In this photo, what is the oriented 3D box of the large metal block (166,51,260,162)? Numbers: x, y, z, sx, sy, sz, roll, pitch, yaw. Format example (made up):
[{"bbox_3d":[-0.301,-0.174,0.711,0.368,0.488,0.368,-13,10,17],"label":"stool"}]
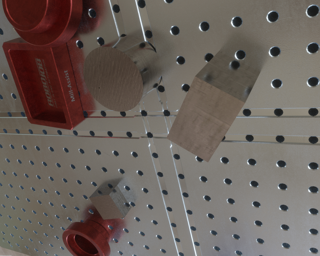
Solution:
[{"bbox_3d":[0.057,-0.025,0.330,0.050,0.080,0.079,30,128,9],"label":"large metal block"}]

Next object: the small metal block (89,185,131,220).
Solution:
[{"bbox_3d":[-0.086,0.130,0.537,0.050,0.025,0.050,-17,110,34],"label":"small metal block"}]

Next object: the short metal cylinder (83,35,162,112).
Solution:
[{"bbox_3d":[-0.045,-0.067,0.378,0.080,0.050,0.079,13,124,21],"label":"short metal cylinder"}]

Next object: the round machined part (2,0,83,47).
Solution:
[{"bbox_3d":[-0.145,-0.147,0.367,0.098,0.042,0.097,4,101,22],"label":"round machined part"}]

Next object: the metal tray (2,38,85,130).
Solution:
[{"bbox_3d":[-0.169,-0.065,0.457,0.090,0.030,0.129,8,122,24],"label":"metal tray"}]

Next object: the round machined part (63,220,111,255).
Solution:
[{"bbox_3d":[-0.139,0.222,0.611,0.098,0.042,0.097,13,124,21],"label":"round machined part"}]
